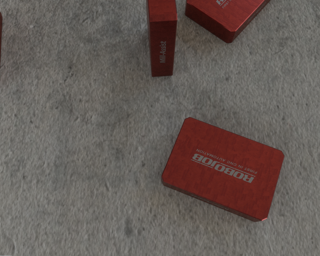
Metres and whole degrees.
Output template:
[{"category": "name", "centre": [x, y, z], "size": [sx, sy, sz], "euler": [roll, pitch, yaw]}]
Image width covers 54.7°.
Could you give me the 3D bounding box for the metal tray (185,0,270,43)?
[{"category": "metal tray", "centre": [0.113, -0.204, 0.481], "size": [0.090, 0.030, 0.130], "euler": [39, 74, 12]}]

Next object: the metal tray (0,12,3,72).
[{"category": "metal tray", "centre": [-0.251, -0.129, 0.417], "size": [0.030, 0.090, 0.129], "euler": [-7, 70, -3]}]

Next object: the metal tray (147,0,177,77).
[{"category": "metal tray", "centre": [0.000, -0.136, 0.402], "size": [0.030, 0.130, 0.090], "euler": [-5, 70, -2]}]

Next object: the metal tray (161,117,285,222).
[{"category": "metal tray", "centre": [0.077, 0.051, 0.388], "size": [0.131, 0.030, 0.090], "euler": [21, 71, 7]}]
